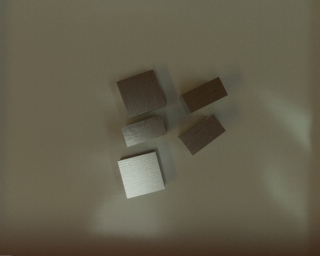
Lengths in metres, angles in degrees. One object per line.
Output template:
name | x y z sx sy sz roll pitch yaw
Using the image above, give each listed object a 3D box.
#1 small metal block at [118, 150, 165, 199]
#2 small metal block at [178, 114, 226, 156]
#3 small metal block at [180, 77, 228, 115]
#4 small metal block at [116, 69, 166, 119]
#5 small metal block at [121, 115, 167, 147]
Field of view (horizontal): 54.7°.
small metal block | -0.024 0.061 0.411 0.050 0.025 0.050 -14 90 -1
small metal block | 0.052 0.008 0.400 0.050 0.050 0.025 -37 90 0
small metal block | 0.054 -0.040 0.400 0.050 0.050 0.025 -26 90 0
small metal block | -0.024 -0.044 0.411 0.050 0.025 0.050 -19 90 -1
small metal block | -0.019 0.003 0.399 0.050 0.050 0.025 -18 90 0
